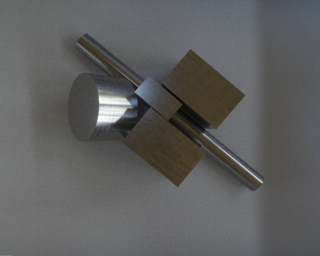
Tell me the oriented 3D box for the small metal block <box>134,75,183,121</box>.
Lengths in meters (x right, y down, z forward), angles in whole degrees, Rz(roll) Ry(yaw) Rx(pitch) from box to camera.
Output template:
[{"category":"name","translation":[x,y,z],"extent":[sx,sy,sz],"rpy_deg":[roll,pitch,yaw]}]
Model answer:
[{"category":"small metal block","translation":[-0.002,-0.034,0.374],"extent":[0.050,0.050,0.025],"rpy_deg":[41,90,-1]}]

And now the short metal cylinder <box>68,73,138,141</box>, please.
[{"category":"short metal cylinder","translation":[-0.071,-0.024,0.376],"extent":[0.050,0.080,0.079],"rpy_deg":[1,90,-40]}]

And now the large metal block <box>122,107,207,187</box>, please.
[{"category":"large metal block","translation":[0.004,0.021,0.383],"extent":[0.080,0.080,0.050],"rpy_deg":[39,90,-1]}]

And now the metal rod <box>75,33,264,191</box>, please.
[{"category":"metal rod","translation":[0.013,-0.020,0.411],"extent":[0.300,0.025,0.025],"rpy_deg":[39,90,-1]}]

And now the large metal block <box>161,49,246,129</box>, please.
[{"category":"large metal block","translation":[0.048,-0.044,0.384],"extent":[0.080,0.080,0.050],"rpy_deg":[40,90,-1]}]
